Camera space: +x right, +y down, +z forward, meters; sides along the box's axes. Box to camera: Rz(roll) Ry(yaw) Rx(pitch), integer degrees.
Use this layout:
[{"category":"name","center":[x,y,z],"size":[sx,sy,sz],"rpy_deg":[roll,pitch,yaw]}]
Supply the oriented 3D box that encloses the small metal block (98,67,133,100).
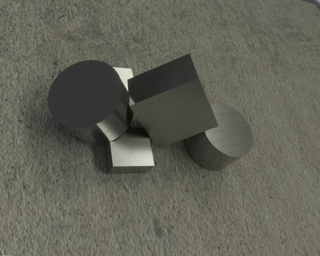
[{"category":"small metal block","center":[-0.060,-0.052,0.405],"size":[0.050,0.025,0.050],"rpy_deg":[-1,62,-29]}]

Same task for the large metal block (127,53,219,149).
[{"category":"large metal block","center":[0.016,-0.030,0.375],"size":[0.050,0.080,0.080],"rpy_deg":[-100,164,-45]}]

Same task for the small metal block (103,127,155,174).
[{"category":"small metal block","center":[-0.039,0.027,0.369],"size":[0.050,0.025,0.050],"rpy_deg":[3,61,-27]}]

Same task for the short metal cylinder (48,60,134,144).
[{"category":"short metal cylinder","center":[-0.074,-0.028,0.344],"size":[0.080,0.050,0.080],"rpy_deg":[-3,68,9]}]

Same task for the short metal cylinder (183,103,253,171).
[{"category":"short metal cylinder","center":[0.079,0.013,0.426],"size":[0.081,0.050,0.080],"rpy_deg":[14,56,-21]}]
